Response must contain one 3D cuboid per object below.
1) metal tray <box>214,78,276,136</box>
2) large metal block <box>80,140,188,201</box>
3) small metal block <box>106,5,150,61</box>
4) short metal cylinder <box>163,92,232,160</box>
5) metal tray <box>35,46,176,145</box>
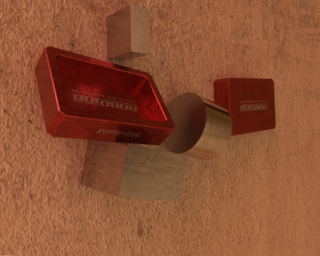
[{"bbox_3d":[0.147,-0.038,0.524,0.131,0.030,0.089,-6,94,-40],"label":"metal tray"},{"bbox_3d":[-0.030,0.047,0.344,0.081,0.080,0.050,15,81,-39],"label":"large metal block"},{"bbox_3d":[-0.038,-0.107,0.357,0.025,0.050,0.050,-2,92,-40],"label":"small metal block"},{"bbox_3d":[0.047,-0.001,0.408,0.050,0.080,0.080,17,79,-39],"label":"short metal cylinder"},{"bbox_3d":[-0.054,-0.030,0.323,0.131,0.030,0.090,7,47,-40],"label":"metal tray"}]
